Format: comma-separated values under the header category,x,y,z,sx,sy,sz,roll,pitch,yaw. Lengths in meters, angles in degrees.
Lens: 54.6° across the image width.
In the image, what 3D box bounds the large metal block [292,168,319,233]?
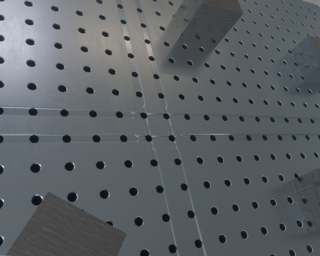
category,x,y,z,sx,sy,sz,roll,pitch,yaw
large metal block,0.256,0.109,0.462,0.081,0.050,0.080,8,58,-24

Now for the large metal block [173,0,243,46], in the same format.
category,x,y,z,sx,sy,sz,roll,pitch,yaw
large metal block,0.080,-0.193,0.533,0.081,0.080,0.050,3,61,-27

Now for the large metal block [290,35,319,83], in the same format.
category,x,y,z,sx,sy,sz,roll,pitch,yaw
large metal block,0.339,-0.143,0.661,0.081,0.050,0.080,1,61,-28

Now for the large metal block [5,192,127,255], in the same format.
category,x,y,z,sx,sy,sz,roll,pitch,yaw
large metal block,-0.088,0.117,0.273,0.080,0.050,0.080,31,52,-8
